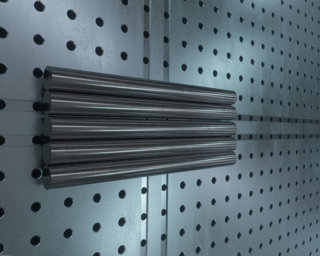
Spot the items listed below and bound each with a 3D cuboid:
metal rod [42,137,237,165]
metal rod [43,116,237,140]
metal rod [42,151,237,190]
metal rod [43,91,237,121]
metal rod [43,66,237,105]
[{"bbox_3d":[0.001,0.026,0.411,0.302,0.025,0.025,0,90,-40],"label":"metal rod"},{"bbox_3d":[0.001,0.001,0.412,0.302,0.025,0.025,0,90,-40],"label":"metal rod"},{"bbox_3d":[0.000,0.050,0.411,0.302,0.025,0.025,0,90,-40],"label":"metal rod"},{"bbox_3d":[0.001,-0.025,0.412,0.302,0.025,0.025,0,90,-40],"label":"metal rod"},{"bbox_3d":[0.001,-0.050,0.412,0.302,0.025,0.025,0,90,-40],"label":"metal rod"}]
